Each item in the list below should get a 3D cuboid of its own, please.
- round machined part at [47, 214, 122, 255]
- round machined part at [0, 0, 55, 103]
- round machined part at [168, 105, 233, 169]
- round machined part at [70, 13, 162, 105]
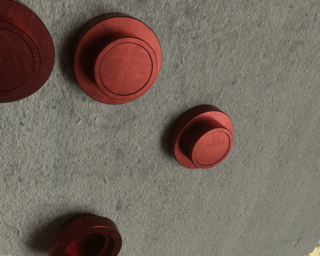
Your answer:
[{"bbox_3d":[-0.107,0.161,0.437,0.099,0.042,0.097,-14,124,-21],"label":"round machined part"},{"bbox_3d":[-0.145,-0.066,0.276,0.099,0.042,0.097,-14,124,-21],"label":"round machined part"},{"bbox_3d":[0.064,0.019,0.443,0.099,0.042,0.097,-14,124,-21],"label":"round machined part"},{"bbox_3d":[-0.042,-0.068,0.330,0.099,0.042,0.097,-14,124,-21],"label":"round machined part"}]
